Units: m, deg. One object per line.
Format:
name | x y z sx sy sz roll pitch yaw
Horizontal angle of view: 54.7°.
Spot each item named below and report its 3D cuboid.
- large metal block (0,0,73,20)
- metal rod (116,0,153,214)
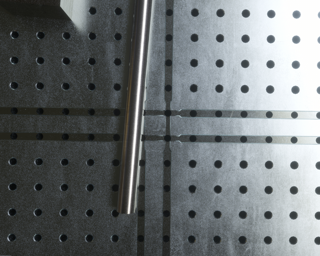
large metal block | -0.158 -0.191 0.399 0.081 0.050 0.079 5 90 -1
metal rod | -0.033 -0.038 0.412 0.025 0.025 0.298 5 90 -1
